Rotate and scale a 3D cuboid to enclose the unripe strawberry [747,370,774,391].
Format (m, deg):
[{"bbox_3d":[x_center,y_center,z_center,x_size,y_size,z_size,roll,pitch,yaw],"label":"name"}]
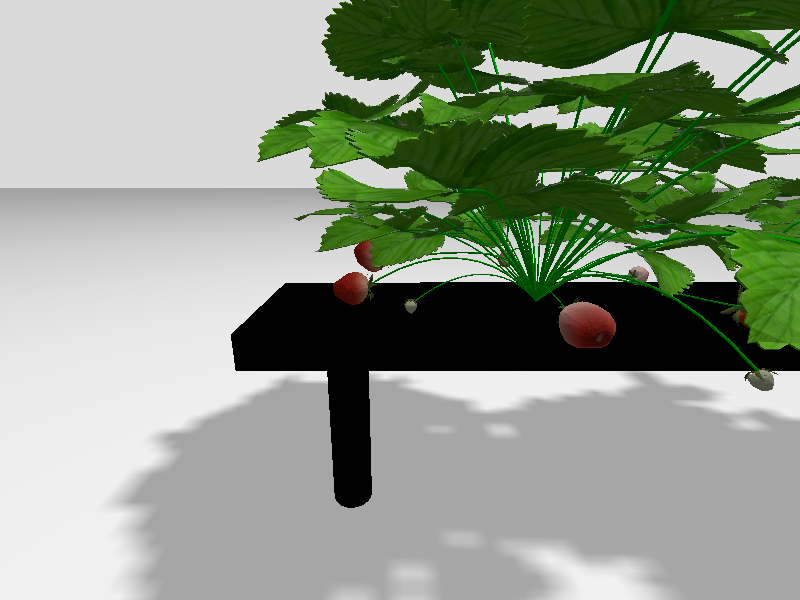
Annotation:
[{"bbox_3d":[0.193,0.043,0.214,0.010,0.011,0.011,-7,-24,-22],"label":"unripe strawberry"}]

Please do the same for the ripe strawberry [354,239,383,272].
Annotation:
[{"bbox_3d":[-0.037,-0.056,0.484,0.044,0.043,0.041,13,21,37],"label":"ripe strawberry"}]

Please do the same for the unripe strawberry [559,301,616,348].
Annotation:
[{"bbox_3d":[0.123,0.018,0.261,0.035,0.030,0.035,0,18,1],"label":"unripe strawberry"}]

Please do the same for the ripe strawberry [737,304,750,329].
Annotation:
[{"bbox_3d":[0.267,0.007,0.286,0.037,0.036,0.040,10,20,27],"label":"ripe strawberry"}]

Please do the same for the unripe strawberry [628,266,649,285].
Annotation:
[{"bbox_3d":[0.253,-0.026,0.424,0.020,0.020,0.019,-8,19,-25],"label":"unripe strawberry"}]

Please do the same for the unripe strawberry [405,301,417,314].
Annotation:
[{"bbox_3d":[0.009,0.006,0.339,0.011,0.011,0.010,-4,18,-13],"label":"unripe strawberry"}]

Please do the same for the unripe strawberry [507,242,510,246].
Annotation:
[{"bbox_3d":[0.151,-0.078,0.568,0.009,0.010,0.010,2,18,7],"label":"unripe strawberry"}]

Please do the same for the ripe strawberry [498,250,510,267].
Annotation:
[{"bbox_3d":[0.131,-0.051,0.498,0.018,0.021,0.020,1,4,3],"label":"ripe strawberry"}]

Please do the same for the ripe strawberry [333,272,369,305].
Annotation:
[{"bbox_3d":[-0.044,-0.011,0.355,0.032,0.027,0.032,-2,17,-2],"label":"ripe strawberry"}]
